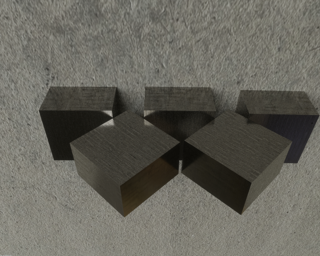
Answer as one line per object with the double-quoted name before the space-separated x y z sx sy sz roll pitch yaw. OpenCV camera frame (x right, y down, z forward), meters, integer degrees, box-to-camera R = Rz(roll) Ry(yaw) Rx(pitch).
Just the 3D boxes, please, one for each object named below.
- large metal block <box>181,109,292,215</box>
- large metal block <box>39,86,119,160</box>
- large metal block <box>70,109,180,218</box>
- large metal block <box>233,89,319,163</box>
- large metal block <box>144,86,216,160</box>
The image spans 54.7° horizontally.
"large metal block" 0.081 0.033 0.339 0.080 0.081 0.050 33 138 32
"large metal block" -0.094 -0.005 0.387 0.081 0.050 0.079 0 130 -1
"large metal block" -0.036 0.034 0.335 0.081 0.080 0.050 -34 141 -33
"large metal block" 0.139 -0.001 0.394 0.081 0.050 0.079 1 130 -2
"large metal block" 0.022 -0.005 0.389 0.081 0.050 0.079 1 130 -1
